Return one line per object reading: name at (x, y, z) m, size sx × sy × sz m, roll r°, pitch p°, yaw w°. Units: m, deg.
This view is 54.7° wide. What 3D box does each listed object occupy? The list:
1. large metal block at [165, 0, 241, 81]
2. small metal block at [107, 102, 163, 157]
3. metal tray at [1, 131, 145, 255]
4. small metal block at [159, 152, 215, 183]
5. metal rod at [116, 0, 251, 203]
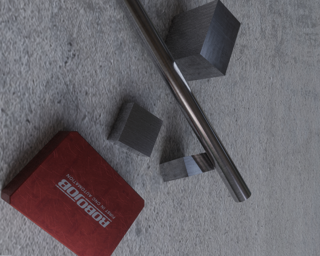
large metal block at (0.051, -0.112, 0.413) m, size 0.050 × 0.080 × 0.080 m, roll 31°, pitch 71°, yaw -36°
small metal block at (-0.029, 0.003, 0.382) m, size 0.050 × 0.025 × 0.050 m, roll 32°, pitch 70°, yaw -36°
metal tray at (-0.085, 0.077, 0.332) m, size 0.130 × 0.030 × 0.090 m, roll 52°, pitch 59°, yaw -28°
small metal block at (0.036, 0.053, 0.418) m, size 0.050 × 0.050 × 0.025 m, roll -7°, pitch 78°, yaw -40°
metal rod at (0.035, -0.034, 0.394) m, size 0.025 × 0.025 × 0.299 m, roll -37°, pitch 100°, yaw -34°
